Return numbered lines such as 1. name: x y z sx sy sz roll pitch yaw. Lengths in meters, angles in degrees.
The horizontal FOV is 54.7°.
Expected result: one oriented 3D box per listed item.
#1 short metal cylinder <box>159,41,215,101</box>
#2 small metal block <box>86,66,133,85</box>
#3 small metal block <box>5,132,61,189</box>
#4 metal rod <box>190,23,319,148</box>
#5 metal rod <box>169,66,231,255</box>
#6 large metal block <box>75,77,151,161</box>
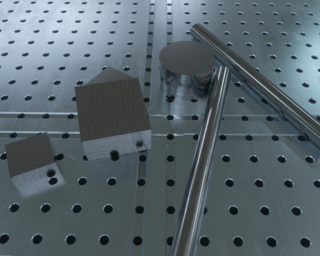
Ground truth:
1. short metal cylinder: 0.039 -0.086 0.464 0.080 0.050 0.080 0 50 0
2. small metal block: -0.071 -0.060 0.457 0.050 0.025 0.050 28 55 21
3. small metal block: -0.154 0.038 0.375 0.050 0.025 0.050 -19 53 -15
4. metal rod: 0.141 -0.077 0.473 0.025 0.025 0.300 -24 54 -19
5. metal rod: 0.057 0.025 0.386 0.025 0.025 0.300 12 51 10
6. large metal block: -0.059 -0.012 0.393 0.081 0.050 0.080 -10 60 -9
